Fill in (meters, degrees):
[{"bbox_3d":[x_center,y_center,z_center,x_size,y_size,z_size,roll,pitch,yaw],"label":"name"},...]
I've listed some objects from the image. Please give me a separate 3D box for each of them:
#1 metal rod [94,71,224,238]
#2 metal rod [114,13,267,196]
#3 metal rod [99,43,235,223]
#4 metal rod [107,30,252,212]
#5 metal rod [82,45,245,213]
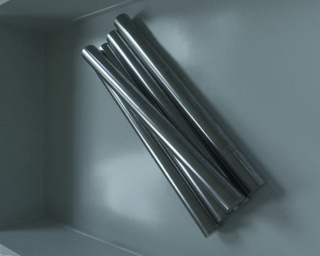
[{"bbox_3d":[-0.016,0.009,0.419,0.025,0.025,0.300,-50,61,28],"label":"metal rod"},{"bbox_3d":[0.023,-0.046,0.387,0.025,0.025,0.300,-50,61,28],"label":"metal rod"},{"bbox_3d":[-0.004,-0.011,0.409,0.025,0.025,0.300,-50,61,28],"label":"metal rod"},{"bbox_3d":[0.010,-0.027,0.397,0.025,0.025,0.300,-50,61,28],"label":"metal rod"},{"bbox_3d":[-0.014,-0.018,0.383,0.300,0.025,0.025,46,118,30],"label":"metal rod"}]
